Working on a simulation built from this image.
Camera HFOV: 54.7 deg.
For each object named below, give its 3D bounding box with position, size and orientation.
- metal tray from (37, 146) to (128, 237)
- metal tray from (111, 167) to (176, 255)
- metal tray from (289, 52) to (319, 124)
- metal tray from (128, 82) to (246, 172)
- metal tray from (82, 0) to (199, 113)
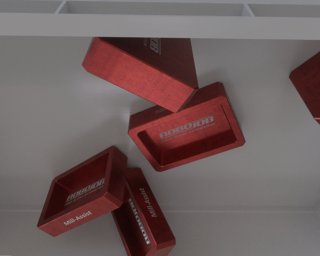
[{"bbox_3d":[-0.109,0.090,0.441,0.130,0.090,0.030,-29,125,22],"label":"metal tray"},{"bbox_3d":[-0.032,0.134,0.454,0.030,0.130,0.089,-3,136,-33],"label":"metal tray"},{"bbox_3d":[0.208,-0.063,0.314,0.030,0.090,0.130,36,121,-27],"label":"metal tray"},{"bbox_3d":[0.035,0.003,0.408,0.130,0.030,0.090,-20,128,16],"label":"metal tray"},{"bbox_3d":[-0.014,-0.079,0.292,0.090,0.130,0.030,24,126,-19],"label":"metal tray"}]
